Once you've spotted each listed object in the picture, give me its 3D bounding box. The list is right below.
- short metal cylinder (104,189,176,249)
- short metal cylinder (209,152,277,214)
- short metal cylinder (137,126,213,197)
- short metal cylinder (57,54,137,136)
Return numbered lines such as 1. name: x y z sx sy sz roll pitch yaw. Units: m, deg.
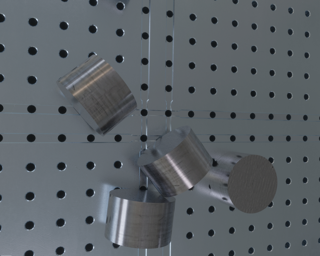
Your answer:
1. short metal cylinder: -0.024 0.106 0.375 0.081 0.080 0.050 7 88 -20
2. short metal cylinder: 0.118 0.076 0.443 0.081 0.050 0.079 0 90 -20
3. short metal cylinder: 0.019 0.041 0.390 0.080 0.080 0.050 -39 103 -16
4. short metal cylinder: -0.072 -0.037 0.357 0.050 0.080 0.080 -42 103 -15
